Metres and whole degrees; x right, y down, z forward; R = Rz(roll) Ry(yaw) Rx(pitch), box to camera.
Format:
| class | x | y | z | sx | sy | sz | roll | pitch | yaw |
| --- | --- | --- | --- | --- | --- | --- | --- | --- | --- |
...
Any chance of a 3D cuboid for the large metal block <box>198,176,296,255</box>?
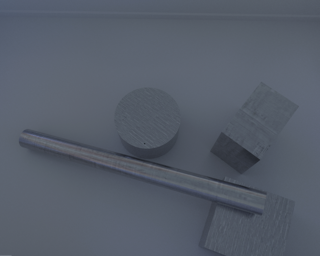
| class | x | y | z | sx | sy | sz | roll | pitch | yaw |
| --- | --- | --- | --- | --- | --- | --- | --- | --- | --- |
| large metal block | 0.098 | 0.111 | 0.357 | 0.080 | 0.050 | 0.080 | 19 | 71 | 6 |

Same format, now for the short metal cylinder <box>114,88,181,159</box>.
| class | x | y | z | sx | sy | sz | roll | pitch | yaw |
| --- | --- | --- | --- | --- | --- | --- | --- | --- | --- |
| short metal cylinder | -0.015 | -0.005 | 0.398 | 0.081 | 0.050 | 0.080 | 0 | 70 | 0 |

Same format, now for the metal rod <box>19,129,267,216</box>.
| class | x | y | z | sx | sy | sz | roll | pitch | yaw |
| --- | --- | --- | --- | --- | --- | --- | --- | --- | --- |
| metal rod | -0.034 | 0.046 | 0.361 | 0.301 | 0.025 | 0.025 | 13 | 70 | 16 |

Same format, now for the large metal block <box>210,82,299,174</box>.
| class | x | y | z | sx | sy | sz | roll | pitch | yaw |
| --- | --- | --- | --- | --- | --- | --- | --- | --- | --- |
| large metal block | 0.112 | 0.003 | 0.381 | 0.050 | 0.080 | 0.080 | 37 | 74 | 12 |
